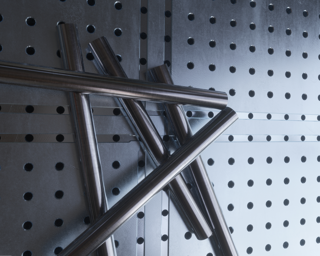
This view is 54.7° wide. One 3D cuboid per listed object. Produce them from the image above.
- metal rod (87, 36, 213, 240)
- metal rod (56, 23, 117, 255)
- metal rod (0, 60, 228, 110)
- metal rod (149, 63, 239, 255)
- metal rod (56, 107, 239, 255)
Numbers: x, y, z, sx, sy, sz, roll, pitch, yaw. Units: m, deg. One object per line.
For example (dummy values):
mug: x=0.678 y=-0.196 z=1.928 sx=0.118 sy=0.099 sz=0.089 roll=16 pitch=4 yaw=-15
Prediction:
metal rod: x=-0.008 y=0.021 z=0.410 sx=0.025 sy=0.025 sz=0.299 roll=-32 pitch=101 yaw=-17
metal rod: x=-0.089 y=0.025 z=0.380 sx=0.025 sy=0.025 sz=0.298 roll=-10 pitch=94 yaw=-20
metal rod: x=-0.056 y=-0.049 z=0.366 sx=0.302 sy=0.025 sz=0.025 roll=5 pitch=88 yaw=-20
metal rod: x=0.051 y=0.056 z=0.433 sx=0.025 sy=0.025 sz=0.298 roll=-24 pitch=98 yaw=-19
metal rod: x=-0.013 y=0.074 z=0.382 sx=0.301 sy=0.025 sz=0.025 roll=-40 pitch=103 yaw=-16
